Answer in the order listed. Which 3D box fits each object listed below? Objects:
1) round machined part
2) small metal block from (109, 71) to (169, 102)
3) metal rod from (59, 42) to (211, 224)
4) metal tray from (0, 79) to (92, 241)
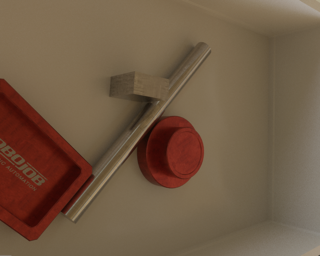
[{"bbox_3d":[0.021,0.032,0.416,0.099,0.042,0.097,0,90,-40],"label":"round machined part"},{"bbox_3d":[-0.025,-0.048,0.371,0.050,0.050,0.025,6,86,-40],"label":"small metal block"},{"bbox_3d":[-0.016,-0.012,0.394,0.301,0.025,0.025,-52,121,-27],"label":"metal rod"},{"bbox_3d":[-0.137,0.031,0.288,0.130,0.030,0.090,52,59,-27],"label":"metal tray"}]
